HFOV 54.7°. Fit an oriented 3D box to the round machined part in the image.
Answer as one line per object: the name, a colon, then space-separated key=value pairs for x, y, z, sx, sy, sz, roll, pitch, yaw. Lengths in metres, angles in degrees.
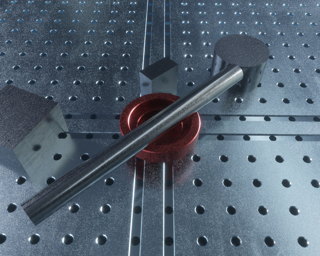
round machined part: x=0.000 y=0.004 z=0.393 sx=0.099 sy=0.042 sz=0.098 roll=0 pitch=50 yaw=0

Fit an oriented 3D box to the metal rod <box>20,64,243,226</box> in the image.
metal rod: x=-0.010 y=0.003 z=0.350 sx=0.302 sy=0.025 sz=0.025 roll=-35 pitch=59 yaw=-26

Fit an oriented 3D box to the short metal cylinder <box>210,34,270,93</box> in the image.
short metal cylinder: x=0.121 y=-0.100 z=0.477 sx=0.081 sy=0.050 sz=0.080 roll=0 pitch=50 yaw=0

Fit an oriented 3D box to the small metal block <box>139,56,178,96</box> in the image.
small metal block: x=-0.001 y=-0.068 z=0.448 sx=0.050 sy=0.050 sz=0.025 roll=-35 pitch=59 yaw=-26

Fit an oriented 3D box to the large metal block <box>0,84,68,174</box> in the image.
large metal block: x=-0.179 y=-0.001 z=0.390 sx=0.080 sy=0.050 sz=0.080 roll=20 pitch=53 yaw=16
